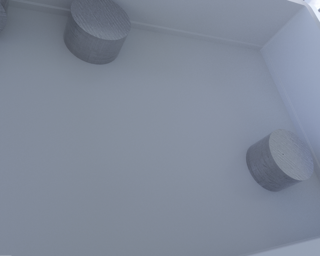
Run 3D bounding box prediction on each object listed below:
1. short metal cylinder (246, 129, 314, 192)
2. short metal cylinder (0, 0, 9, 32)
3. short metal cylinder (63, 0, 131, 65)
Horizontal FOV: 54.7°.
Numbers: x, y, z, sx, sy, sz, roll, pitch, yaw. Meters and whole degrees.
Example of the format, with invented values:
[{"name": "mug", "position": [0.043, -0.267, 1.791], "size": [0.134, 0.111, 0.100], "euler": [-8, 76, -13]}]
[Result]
[{"name": "short metal cylinder", "position": [0.176, 0.048, 0.458], "size": [0.081, 0.050, 0.080], "euler": [14, 56, -21]}, {"name": "short metal cylinder", "position": [-0.214, -0.147, 0.345], "size": [0.081, 0.080, 0.050], "euler": [5, 60, -26]}, {"name": "short metal cylinder", "position": [-0.087, -0.135, 0.426], "size": [0.081, 0.050, 0.080], "euler": [14, 56, -21]}]
